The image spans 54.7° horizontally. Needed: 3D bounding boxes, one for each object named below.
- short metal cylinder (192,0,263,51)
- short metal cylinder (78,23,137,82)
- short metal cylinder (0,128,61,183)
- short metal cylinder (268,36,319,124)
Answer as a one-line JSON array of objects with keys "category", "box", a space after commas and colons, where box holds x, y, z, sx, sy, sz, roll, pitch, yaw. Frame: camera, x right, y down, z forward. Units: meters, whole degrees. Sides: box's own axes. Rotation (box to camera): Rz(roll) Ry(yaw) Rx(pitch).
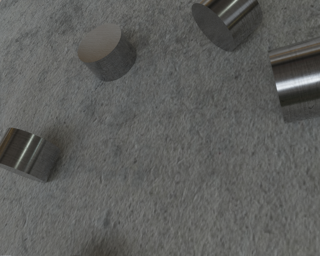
[{"category": "short metal cylinder", "box": [0.088, -0.150, 0.414, 0.050, 0.080, 0.080, -44, 51, -2]}, {"category": "short metal cylinder", "box": [-0.086, -0.123, 0.506, 0.080, 0.050, 0.080, -13, 56, 20]}, {"category": "short metal cylinder", "box": [-0.190, 0.040, 0.441, 0.080, 0.080, 0.050, 7, 65, 31]}, {"category": "short metal cylinder", "box": [0.147, -0.048, 0.321, 0.050, 0.080, 0.080, -13, 57, 21]}]
